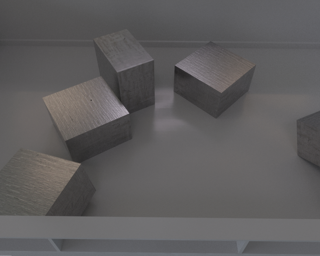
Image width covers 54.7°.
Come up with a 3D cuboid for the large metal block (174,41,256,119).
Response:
[{"bbox_3d":[0.077,-0.072,0.450,0.080,0.050,0.080,37,59,26],"label":"large metal block"}]

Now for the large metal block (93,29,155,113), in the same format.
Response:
[{"bbox_3d":[-0.049,-0.078,0.434,0.050,0.080,0.080,-23,54,-18],"label":"large metal block"}]

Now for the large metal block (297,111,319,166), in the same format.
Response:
[{"bbox_3d":[0.221,0.012,0.359,0.081,0.050,0.080,-19,25,-16],"label":"large metal block"}]

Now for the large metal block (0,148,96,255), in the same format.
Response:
[{"bbox_3d":[-0.127,0.074,0.318,0.080,0.050,0.080,11,50,21],"label":"large metal block"}]

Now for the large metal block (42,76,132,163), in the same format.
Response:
[{"bbox_3d":[-0.092,-0.012,0.398,0.081,0.050,0.080,-25,55,-20],"label":"large metal block"}]
